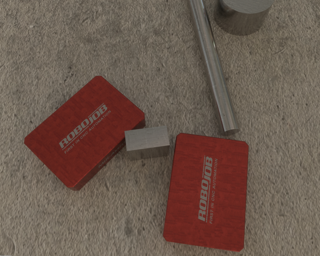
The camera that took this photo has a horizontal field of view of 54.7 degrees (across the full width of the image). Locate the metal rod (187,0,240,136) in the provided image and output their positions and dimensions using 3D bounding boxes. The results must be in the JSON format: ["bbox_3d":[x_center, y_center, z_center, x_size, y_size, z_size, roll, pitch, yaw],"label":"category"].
[{"bbox_3d":[0.067,-0.133,0.457,0.025,0.025,0.299,-9,70,-4],"label":"metal rod"}]

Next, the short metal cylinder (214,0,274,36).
[{"bbox_3d":[0.125,-0.187,0.465,0.081,0.050,0.080,0,70,0],"label":"short metal cylinder"}]

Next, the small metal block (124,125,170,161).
[{"bbox_3d":[-0.015,0.020,0.387,0.050,0.050,0.025,-8,71,-3],"label":"small metal block"}]

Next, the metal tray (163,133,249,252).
[{"bbox_3d":[0.057,0.076,0.378,0.091,0.030,0.130,8,70,2],"label":"metal tray"}]

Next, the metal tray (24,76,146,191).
[{"bbox_3d":[-0.094,0.004,0.403,0.090,0.030,0.130,41,75,13],"label":"metal tray"}]
